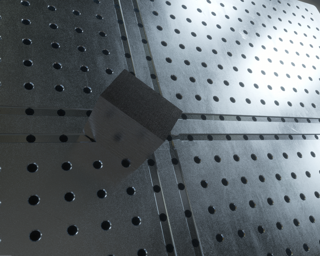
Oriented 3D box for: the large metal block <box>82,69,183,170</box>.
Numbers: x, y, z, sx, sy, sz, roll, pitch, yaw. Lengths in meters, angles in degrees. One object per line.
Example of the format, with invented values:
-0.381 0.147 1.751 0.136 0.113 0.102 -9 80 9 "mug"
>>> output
-0.034 -0.007 0.360 0.080 0.080 0.050 36 51 -5 "large metal block"
